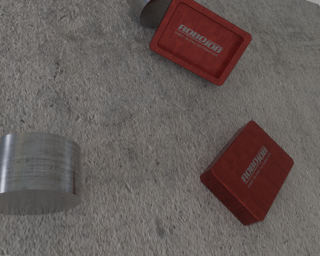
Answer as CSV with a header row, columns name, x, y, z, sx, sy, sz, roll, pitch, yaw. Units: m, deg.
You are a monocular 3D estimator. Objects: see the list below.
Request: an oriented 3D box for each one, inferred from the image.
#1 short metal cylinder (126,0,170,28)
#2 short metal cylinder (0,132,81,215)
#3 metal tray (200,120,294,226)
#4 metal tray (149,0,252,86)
name,x,y,z,sx,sy,sz,roll,pitch,yaw
short metal cylinder,-0.008,-0.205,0.489,0.081,0.080,0.050,-20,72,-35
short metal cylinder,-0.113,0.044,0.281,0.081,0.080,0.050,6,59,-25
metal tray,0.125,0.058,0.433,0.090,0.030,0.131,46,51,4
metal tray,0.060,-0.133,0.474,0.131,0.089,0.030,26,21,-13
